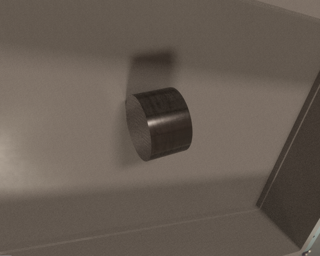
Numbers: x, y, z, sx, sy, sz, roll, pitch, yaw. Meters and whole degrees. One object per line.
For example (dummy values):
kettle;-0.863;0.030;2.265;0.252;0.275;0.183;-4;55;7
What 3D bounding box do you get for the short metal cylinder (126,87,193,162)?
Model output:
short metal cylinder;-0.003;-0.005;0.370;0.050;0.080;0.079;-14;124;-21
